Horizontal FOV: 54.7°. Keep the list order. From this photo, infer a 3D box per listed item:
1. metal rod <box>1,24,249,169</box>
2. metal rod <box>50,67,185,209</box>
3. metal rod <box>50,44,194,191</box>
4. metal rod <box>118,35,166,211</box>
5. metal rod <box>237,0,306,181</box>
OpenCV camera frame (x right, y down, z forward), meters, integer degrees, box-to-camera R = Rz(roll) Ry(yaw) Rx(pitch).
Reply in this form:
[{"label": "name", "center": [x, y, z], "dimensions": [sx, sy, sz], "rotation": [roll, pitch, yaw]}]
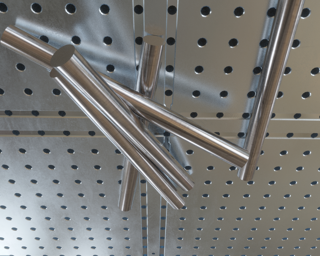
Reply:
[{"label": "metal rod", "center": [-0.029, -0.030, 0.354], "dimensions": [0.301, 0.025, 0.025], "rotation": [28, 125, -10]}, {"label": "metal rod", "center": [-0.033, 0.032, 0.402], "dimensions": [0.025, 0.025, 0.300], "rotation": [-20, 135, 16]}, {"label": "metal rod", "center": [-0.020, 0.013, 0.374], "dimensions": [0.025, 0.025, 0.300], "rotation": [-20, 142, 16]}, {"label": "metal rod", "center": [-0.032, 0.018, 0.426], "dimensions": [0.025, 0.025, 0.298], "rotation": [7, 130, -7]}, {"label": "metal rod", "center": [0.130, -0.042, 0.377], "dimensions": [0.025, 0.025, 0.298], "rotation": [0, 130, 0]}]
